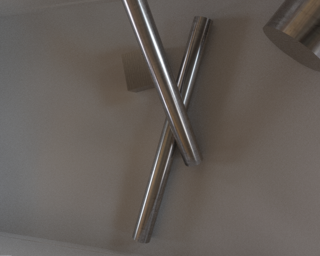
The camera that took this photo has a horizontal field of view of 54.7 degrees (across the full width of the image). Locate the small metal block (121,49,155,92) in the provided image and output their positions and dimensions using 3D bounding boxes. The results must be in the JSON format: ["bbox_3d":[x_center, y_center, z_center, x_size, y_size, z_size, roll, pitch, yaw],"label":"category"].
[{"bbox_3d":[-0.020,-0.079,0.417,0.050,0.025,0.050,-12,86,19],"label":"small metal block"}]

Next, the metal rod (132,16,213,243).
[{"bbox_3d":[0.015,0.006,0.404,0.025,0.025,0.298,18,96,19],"label":"metal rod"}]

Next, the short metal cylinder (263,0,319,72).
[{"bbox_3d":[0.158,-0.103,0.326,0.080,0.080,0.050,41,103,15],"label":"short metal cylinder"}]

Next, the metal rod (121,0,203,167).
[{"bbox_3d":[-0.008,-0.086,0.341,0.025,0.025,0.299,-14,114,19],"label":"metal rod"}]
